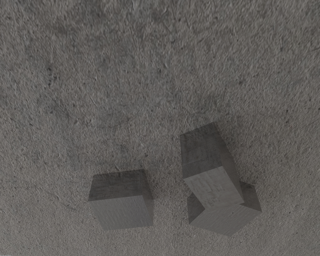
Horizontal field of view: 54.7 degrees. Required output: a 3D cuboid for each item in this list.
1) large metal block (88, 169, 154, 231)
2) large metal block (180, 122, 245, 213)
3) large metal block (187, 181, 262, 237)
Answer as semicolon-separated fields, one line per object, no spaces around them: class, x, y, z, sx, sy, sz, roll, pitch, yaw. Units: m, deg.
large metal block;-0.058;0.114;0.487;0.080;0.050;0.080;-8;130;6
large metal block;0.069;0.053;0.417;0.050;0.080;0.080;-22;127;18
large metal block;0.100;0.124;0.497;0.080;0.050;0.080;22;127;-18
